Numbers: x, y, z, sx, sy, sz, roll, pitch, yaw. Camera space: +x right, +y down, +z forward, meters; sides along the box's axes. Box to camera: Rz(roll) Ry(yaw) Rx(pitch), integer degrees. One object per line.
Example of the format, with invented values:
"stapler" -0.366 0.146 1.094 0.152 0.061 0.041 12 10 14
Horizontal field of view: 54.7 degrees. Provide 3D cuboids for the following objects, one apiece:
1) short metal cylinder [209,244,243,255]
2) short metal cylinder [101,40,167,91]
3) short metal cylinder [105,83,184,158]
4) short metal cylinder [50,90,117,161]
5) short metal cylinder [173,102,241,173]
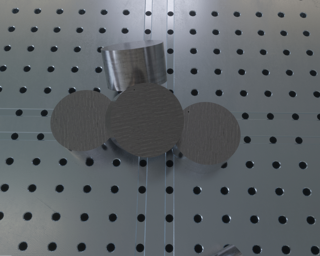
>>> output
"short metal cylinder" 0.073 0.170 0.321 0.050 0.080 0.080 -25 72 -9
"short metal cylinder" -0.033 -0.084 0.406 0.081 0.080 0.050 -8 112 -3
"short metal cylinder" -0.019 -0.009 0.353 0.081 0.050 0.079 0 91 -16
"short metal cylinder" -0.092 -0.002 0.398 0.081 0.050 0.080 0 70 0
"short metal cylinder" 0.056 0.013 0.394 0.081 0.050 0.080 0 70 0
